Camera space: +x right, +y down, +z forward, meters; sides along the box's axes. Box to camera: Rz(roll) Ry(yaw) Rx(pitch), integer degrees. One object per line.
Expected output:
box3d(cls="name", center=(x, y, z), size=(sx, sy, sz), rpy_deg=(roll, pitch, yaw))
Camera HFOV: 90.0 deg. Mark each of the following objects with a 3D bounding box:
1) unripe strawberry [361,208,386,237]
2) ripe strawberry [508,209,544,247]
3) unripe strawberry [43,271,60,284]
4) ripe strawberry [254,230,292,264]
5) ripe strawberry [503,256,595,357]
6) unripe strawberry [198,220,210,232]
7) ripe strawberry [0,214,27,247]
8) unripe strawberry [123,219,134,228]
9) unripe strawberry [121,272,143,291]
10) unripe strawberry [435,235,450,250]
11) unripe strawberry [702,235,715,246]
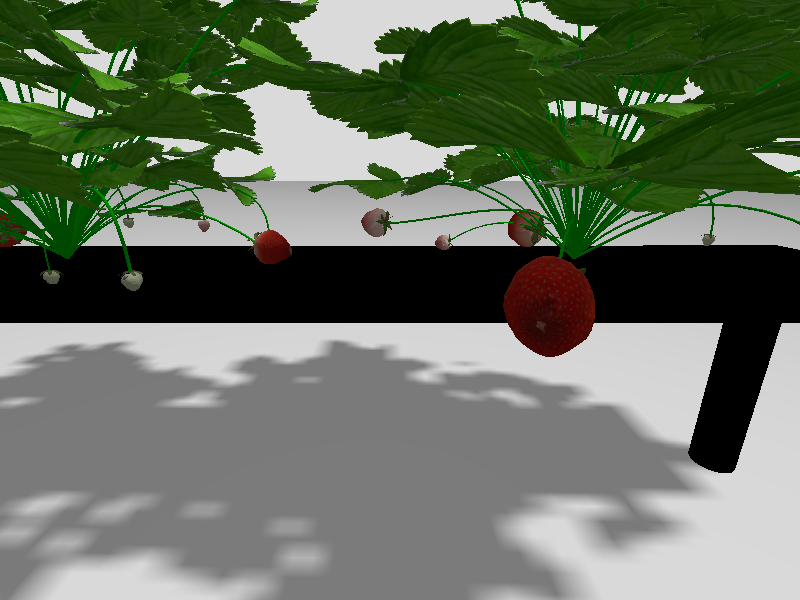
box3d(cls="unripe strawberry", center=(-0.029, -0.090, 0.466), size=(0.031, 0.032, 0.029), rpy_deg=(11, 21, 31))
box3d(cls="ripe strawberry", center=(0.128, -0.075, 0.416), size=(0.037, 0.039, 0.040), rpy_deg=(-7, 19, -20))
box3d(cls="unripe strawberry", center=(-0.239, -0.015, 0.274), size=(0.009, 0.010, 0.010), rpy_deg=(-12, 22, -32))
box3d(cls="ripe strawberry", center=(-0.105, -0.043, 0.333), size=(0.030, 0.029, 0.027), rpy_deg=(11, 19, 3))
box3d(cls="ripe strawberry", center=(0.061, 0.004, 0.165), size=(0.036, 0.041, 0.040), rpy_deg=(9, 21, 24))
box3d(cls="unripe strawberry", center=(-0.249, -0.094, 0.510), size=(0.014, 0.015, 0.015), rpy_deg=(5, 19, 15))
box3d(cls="ripe strawberry", center=(-0.402, -0.071, 0.403), size=(0.035, 0.034, 0.038), rpy_deg=(8, 20, 26))
box3d(cls="unripe strawberry", center=(-0.349, -0.099, 0.515), size=(0.012, 0.012, 0.012), rpy_deg=(-6, 19, -17))
box3d(cls="unripe strawberry", center=(-0.159, -0.011, 0.238), size=(0.010, 0.011, 0.011), rpy_deg=(15, 24, 39))
box3d(cls="unripe strawberry", center=(0.041, -0.056, 0.389), size=(0.014, 0.015, 0.013), rpy_deg=(-8, 14, 21))
box3d(cls="unripe strawberry", center=(0.315, -0.061, 0.409), size=(0.011, 0.012, 0.011), rpy_deg=(-6, 19, -19))
